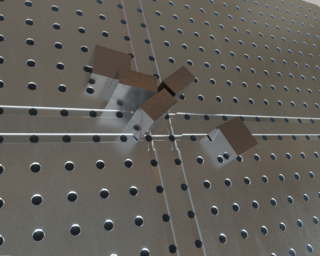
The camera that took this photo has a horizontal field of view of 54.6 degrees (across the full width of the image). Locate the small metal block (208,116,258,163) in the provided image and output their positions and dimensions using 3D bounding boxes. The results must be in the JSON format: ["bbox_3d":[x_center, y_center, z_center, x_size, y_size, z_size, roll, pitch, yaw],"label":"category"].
[{"bbox_3d":[0.108,0.016,0.455,0.050,0.025,0.050,-23,74,-36],"label":"small metal block"}]

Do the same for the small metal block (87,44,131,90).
[{"bbox_3d":[-0.068,-0.079,0.420,0.050,0.025,0.050,13,56,-21],"label":"small metal block"}]

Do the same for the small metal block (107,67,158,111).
[{"bbox_3d":[-0.037,-0.048,0.401,0.050,0.050,0.025,11,58,-22],"label":"small metal block"}]

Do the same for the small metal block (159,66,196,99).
[{"bbox_3d":[0.016,-0.053,0.433,0.025,0.050,0.050,46,51,4],"label":"small metal block"}]

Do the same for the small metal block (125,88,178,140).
[{"bbox_3d":[-0.011,-0.018,0.397,0.025,0.050,0.050,46,51,4],"label":"small metal block"}]
